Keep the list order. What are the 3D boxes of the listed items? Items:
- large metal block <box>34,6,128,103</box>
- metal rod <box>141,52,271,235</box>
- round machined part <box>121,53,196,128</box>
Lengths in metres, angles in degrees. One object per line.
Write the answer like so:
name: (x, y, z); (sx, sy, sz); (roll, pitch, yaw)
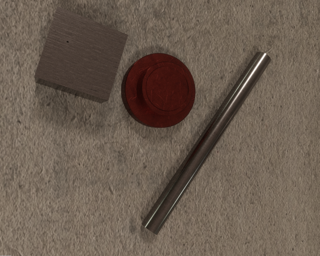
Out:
large metal block: (-0.092, -0.080, 0.362); (0.081, 0.050, 0.080); (18, 84, -20)
metal rod: (0.071, 0.013, 0.436); (0.025, 0.025, 0.300); (39, 77, -16)
round machined part: (0.002, -0.049, 0.402); (0.099, 0.042, 0.097); (0, 90, -21)
